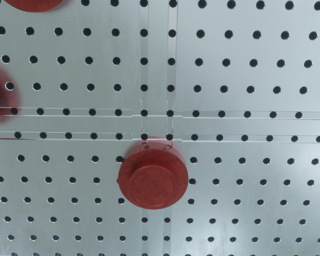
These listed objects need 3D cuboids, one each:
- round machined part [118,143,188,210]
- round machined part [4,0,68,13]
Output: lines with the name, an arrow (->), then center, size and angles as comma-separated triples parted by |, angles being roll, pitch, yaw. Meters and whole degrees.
round machined part -> -0.009, 0.073, 0.431 | 0.099, 0.042, 0.097 | 0, 110, 0
round machined part -> -0.144, -0.178, 0.338 | 0.099, 0.042, 0.097 | 0, 110, 0
